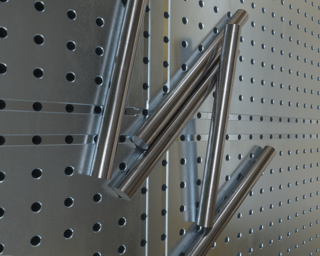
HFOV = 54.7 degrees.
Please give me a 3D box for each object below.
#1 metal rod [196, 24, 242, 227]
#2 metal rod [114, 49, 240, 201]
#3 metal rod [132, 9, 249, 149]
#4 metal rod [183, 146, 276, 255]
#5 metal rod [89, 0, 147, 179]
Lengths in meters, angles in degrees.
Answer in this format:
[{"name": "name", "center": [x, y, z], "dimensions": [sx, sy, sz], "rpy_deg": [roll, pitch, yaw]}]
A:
[{"name": "metal rod", "center": [0.088, -0.002, 0.462], "dimensions": [0.025, 0.025, 0.298], "rpy_deg": [5, 94, -40]}, {"name": "metal rod", "center": [0.038, -0.024, 0.442], "dimensions": [0.301, 0.025, 0.025], "rpy_deg": [-51, 121, -28]}, {"name": "metal rod", "center": [0.057, -0.087, 0.458], "dimensions": [0.301, 0.025, 0.025], "rpy_deg": [-52, 121, -28]}, {"name": "metal rod", "center": [0.114, 0.130, 0.508], "dimensions": [0.302, 0.025, 0.025], "rpy_deg": [-42, 116, -32]}, {"name": "metal rod", "center": [-0.042, -0.089, 0.375], "dimensions": [0.025, 0.025, 0.299], "rpy_deg": [17, 79, -39]}]
